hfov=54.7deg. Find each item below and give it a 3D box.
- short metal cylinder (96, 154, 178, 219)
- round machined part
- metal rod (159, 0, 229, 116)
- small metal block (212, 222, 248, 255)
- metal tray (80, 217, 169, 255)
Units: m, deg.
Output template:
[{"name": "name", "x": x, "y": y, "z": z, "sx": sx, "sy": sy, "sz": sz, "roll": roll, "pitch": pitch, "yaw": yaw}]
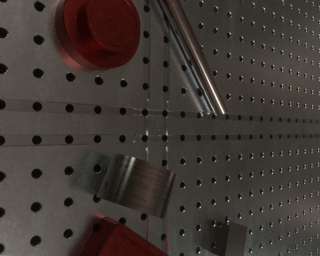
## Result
[{"name": "short metal cylinder", "x": -0.026, "y": 0.067, "z": 0.354, "sx": 0.080, "sy": 0.080, "sz": 0.050, "roll": 30, "pitch": 72, "yaw": -37}, {"name": "round machined part", "x": -0.061, "y": -0.116, "z": 0.348, "sx": 0.099, "sy": 0.042, "sz": 0.097, "roll": 0, "pitch": 90, "yaw": -40}, {"name": "metal rod", "x": 0.029, "y": -0.146, "z": 0.434, "sx": 0.025, "sy": 0.025, "sz": 0.299, "roll": -45, "pitch": 117, "yaw": -31}, {"name": "small metal block", "x": 0.116, "y": 0.184, "z": 0.510, "sx": 0.050, "sy": 0.025, "sz": 0.050, "roll": 18, "pitch": 79, "yaw": -39}, {"name": "metal tray", "x": -0.039, "y": 0.180, "z": 0.375, "sx": 0.130, "sy": 0.030, "sz": 0.090, "roll": 46, "pitch": 62, "yaw": -31}]
